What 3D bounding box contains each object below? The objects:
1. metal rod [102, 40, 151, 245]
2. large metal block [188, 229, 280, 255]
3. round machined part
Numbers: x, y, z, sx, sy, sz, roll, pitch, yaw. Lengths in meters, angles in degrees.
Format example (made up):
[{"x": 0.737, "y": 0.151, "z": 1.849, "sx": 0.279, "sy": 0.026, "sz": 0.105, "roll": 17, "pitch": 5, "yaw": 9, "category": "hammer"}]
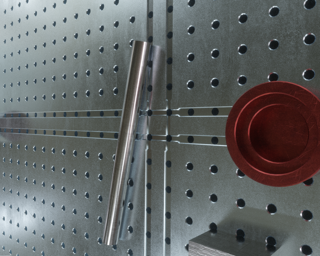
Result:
[{"x": -0.050, "y": 0.027, "z": 0.450, "sx": 0.025, "sy": 0.025, "sz": 0.298, "roll": 16, "pitch": 100, "yaw": 39, "category": "metal rod"}, {"x": 0.077, "y": 0.163, "z": 0.330, "sx": 0.080, "sy": 0.050, "sz": 0.079, "roll": 3, "pitch": 92, "yaw": 40, "category": "large metal block"}, {"x": 0.118, "y": 0.005, "z": 0.301, "sx": 0.098, "sy": 0.042, "sz": 0.097, "roll": 0, "pitch": 90, "yaw": 40, "category": "round machined part"}]
